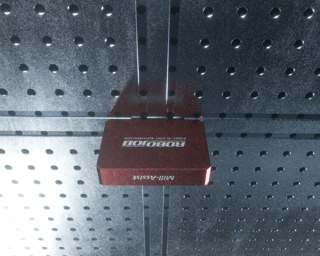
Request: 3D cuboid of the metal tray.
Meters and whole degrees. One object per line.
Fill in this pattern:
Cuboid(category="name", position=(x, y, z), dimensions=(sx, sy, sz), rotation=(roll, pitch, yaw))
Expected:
Cuboid(category="metal tray", position=(-0.007, 0.028, 0.392), dimensions=(0.131, 0.090, 0.030), rotation=(0, 130, 0))
